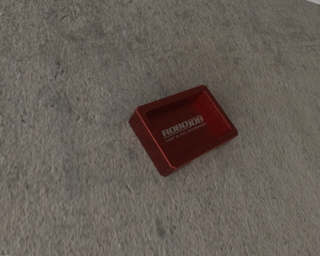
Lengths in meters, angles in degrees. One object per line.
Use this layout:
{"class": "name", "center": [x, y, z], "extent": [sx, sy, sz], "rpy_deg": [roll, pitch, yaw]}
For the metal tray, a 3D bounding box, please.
{"class": "metal tray", "center": [0.035, -0.001, 0.419], "extent": [0.131, 0.030, 0.090], "rpy_deg": [-23, 74, -36]}
